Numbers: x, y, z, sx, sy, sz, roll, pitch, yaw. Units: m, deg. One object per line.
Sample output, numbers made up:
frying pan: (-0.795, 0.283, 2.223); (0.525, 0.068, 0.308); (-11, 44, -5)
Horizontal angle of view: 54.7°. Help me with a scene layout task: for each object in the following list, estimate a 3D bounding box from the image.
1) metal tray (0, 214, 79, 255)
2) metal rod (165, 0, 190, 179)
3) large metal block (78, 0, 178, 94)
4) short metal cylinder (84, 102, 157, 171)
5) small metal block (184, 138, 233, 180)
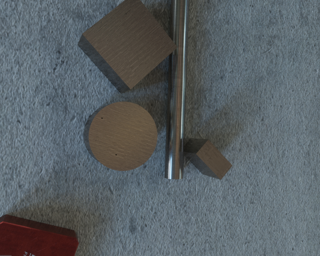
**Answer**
metal tray: (-0.158, 0.174, 0.349); (0.091, 0.030, 0.129); (21, 83, -19)
metal rod: (0.024, -0.082, 0.418); (0.025, 0.025, 0.298); (2, 89, -20)
large metal block: (-0.040, -0.101, 0.381); (0.080, 0.050, 0.080); (-45, 104, -15)
short metal cylinder: (-0.049, 0.009, 0.378); (0.081, 0.050, 0.079); (0, 90, -21)
small metal block: (0.061, 0.041, 0.420); (0.050, 0.050, 0.025); (46, 76, -15)
